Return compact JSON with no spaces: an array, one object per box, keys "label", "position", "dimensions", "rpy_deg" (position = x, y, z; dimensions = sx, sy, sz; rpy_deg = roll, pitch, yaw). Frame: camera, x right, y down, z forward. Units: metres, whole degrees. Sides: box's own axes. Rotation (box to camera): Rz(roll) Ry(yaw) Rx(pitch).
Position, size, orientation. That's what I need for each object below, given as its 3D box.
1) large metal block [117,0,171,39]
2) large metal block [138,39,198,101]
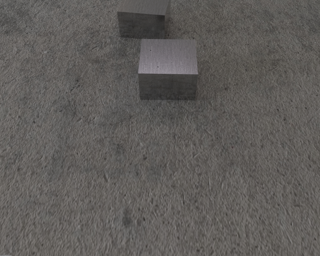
[{"label":"large metal block","position":[-0.026,-0.205,0.559],"dimensions":[0.080,0.050,0.080],"rpy_deg":[7,50,5]},{"label":"large metal block","position":[0.012,-0.087,0.460],"dimensions":[0.080,0.050,0.080],"rpy_deg":[1,50,1]}]
